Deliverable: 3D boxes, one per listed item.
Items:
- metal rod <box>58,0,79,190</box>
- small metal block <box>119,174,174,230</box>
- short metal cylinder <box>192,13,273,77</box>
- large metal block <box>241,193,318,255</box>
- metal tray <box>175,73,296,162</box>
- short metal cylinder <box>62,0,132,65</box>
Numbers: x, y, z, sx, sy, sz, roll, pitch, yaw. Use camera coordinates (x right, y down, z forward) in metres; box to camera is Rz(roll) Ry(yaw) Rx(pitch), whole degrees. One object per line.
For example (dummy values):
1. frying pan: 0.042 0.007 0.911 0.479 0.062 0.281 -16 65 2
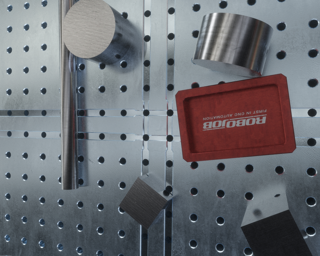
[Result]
1. metal rod: -0.136 -0.060 0.460 0.025 0.025 0.298 -1 90 20
2. small metal block: -0.019 0.099 0.419 0.050 0.025 0.050 36 101 16
3. short metal cylinder: 0.082 -0.093 0.354 0.080 0.080 0.050 15 95 19
4. large metal block: 0.133 0.124 0.336 0.050 0.080 0.080 -28 81 18
5. metal tray: 0.090 -0.010 0.378 0.130 0.030 0.089 -8 88 19
6. short metal cylinder: -0.086 -0.131 0.430 0.080 0.050 0.079 0 90 20
